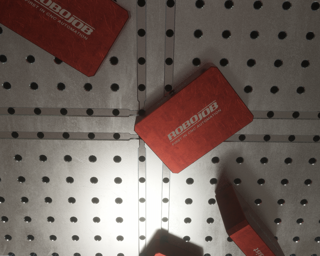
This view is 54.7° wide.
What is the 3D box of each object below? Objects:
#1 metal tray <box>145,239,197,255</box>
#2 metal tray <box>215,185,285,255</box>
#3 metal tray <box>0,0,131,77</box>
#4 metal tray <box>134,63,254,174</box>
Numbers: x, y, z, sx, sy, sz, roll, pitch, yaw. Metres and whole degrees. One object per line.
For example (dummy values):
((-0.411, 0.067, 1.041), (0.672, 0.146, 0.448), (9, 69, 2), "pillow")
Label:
((0.003, 0.252, 0.503), (0.090, 0.030, 0.129), (27, 108, -10), "metal tray")
((0.134, 0.153, 0.437), (0.030, 0.090, 0.130), (-37, 107, 12), "metal tray")
((-0.112, -0.132, 0.361), (0.130, 0.030, 0.090), (31, 107, -12), "metal tray")
((0.043, -0.011, 0.407), (0.130, 0.030, 0.090), (-37, 106, 12), "metal tray")
